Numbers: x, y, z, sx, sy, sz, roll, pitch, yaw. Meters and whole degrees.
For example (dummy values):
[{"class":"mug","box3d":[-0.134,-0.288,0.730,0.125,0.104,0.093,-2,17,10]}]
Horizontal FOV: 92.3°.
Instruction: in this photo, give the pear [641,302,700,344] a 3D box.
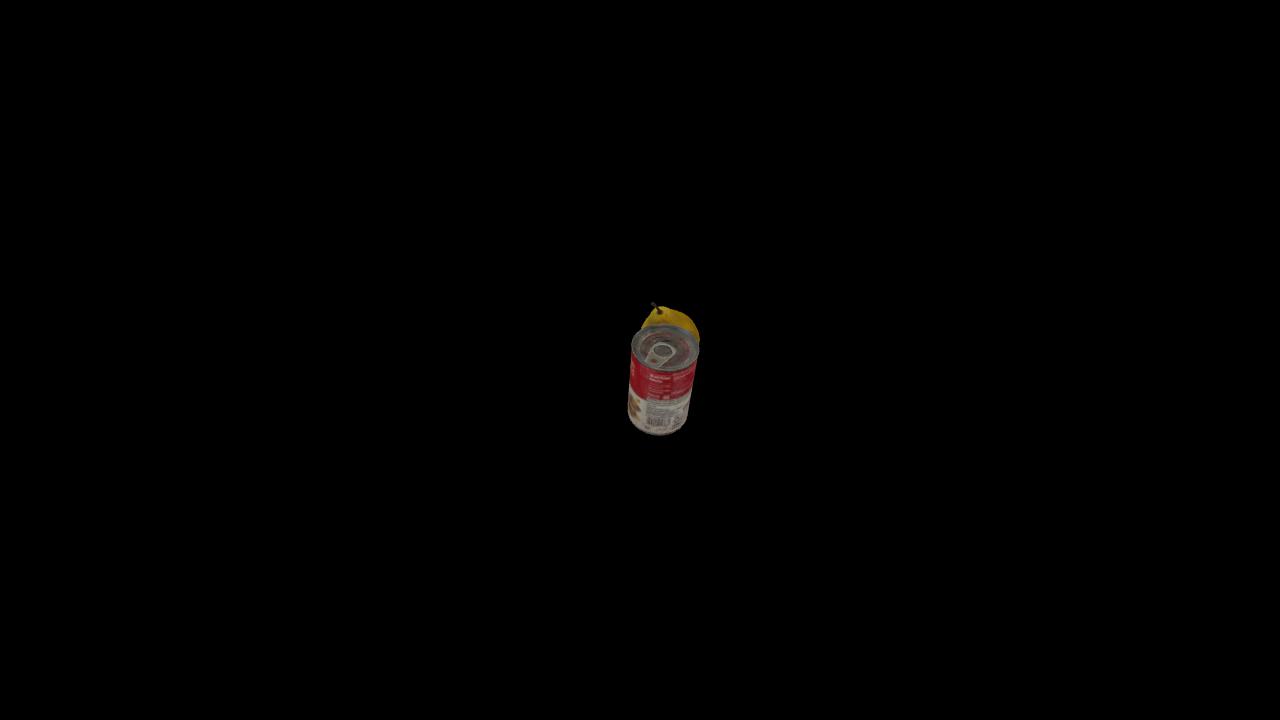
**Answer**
[{"class":"pear","box3d":[0.036,-0.037,0.767,0.080,0.080,0.111,0,-20,5]}]

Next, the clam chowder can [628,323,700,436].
[{"class":"clam chowder can","box3d":[0.022,0.022,0.637,0.068,0.102,0.068,2,44,-2]}]
